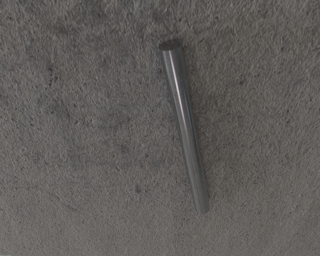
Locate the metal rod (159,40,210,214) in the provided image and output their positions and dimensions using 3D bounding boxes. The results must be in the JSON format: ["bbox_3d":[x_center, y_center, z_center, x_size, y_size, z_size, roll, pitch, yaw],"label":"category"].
[{"bbox_3d":[0.041,0.023,0.426,0.025,0.025,0.299,-9,130,7],"label":"metal rod"}]
